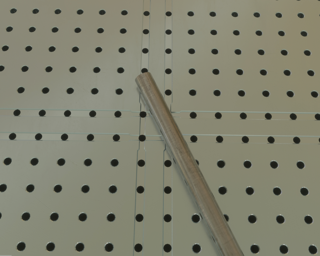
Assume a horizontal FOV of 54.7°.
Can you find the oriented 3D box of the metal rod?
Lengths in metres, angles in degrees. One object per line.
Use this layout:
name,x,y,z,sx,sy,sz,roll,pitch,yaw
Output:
metal rod,0.039,0.057,0.391,0.025,0.025,0.299,-23,72,-9
